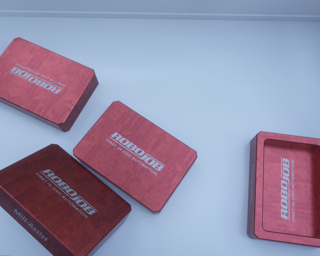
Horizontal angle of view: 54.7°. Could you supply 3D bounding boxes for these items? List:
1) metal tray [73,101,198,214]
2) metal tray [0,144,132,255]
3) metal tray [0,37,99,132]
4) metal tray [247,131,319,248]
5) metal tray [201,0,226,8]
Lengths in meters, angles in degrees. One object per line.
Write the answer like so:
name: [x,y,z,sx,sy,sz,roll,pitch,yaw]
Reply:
metal tray: [-0.031,0.036,0.394,0.130,0.030,0.090,33,73,11]
metal tray: [-0.109,0.082,0.349,0.130,0.030,0.091,37,35,12]
metal tray: [-0.164,-0.061,0.427,0.130,0.030,0.090,24,72,8]
metal tray: [0.159,0.074,0.381,0.091,0.030,0.130,7,70,2]
metal tray: [0.065,-0.245,0.445,0.090,0.130,0.030,34,75,12]
